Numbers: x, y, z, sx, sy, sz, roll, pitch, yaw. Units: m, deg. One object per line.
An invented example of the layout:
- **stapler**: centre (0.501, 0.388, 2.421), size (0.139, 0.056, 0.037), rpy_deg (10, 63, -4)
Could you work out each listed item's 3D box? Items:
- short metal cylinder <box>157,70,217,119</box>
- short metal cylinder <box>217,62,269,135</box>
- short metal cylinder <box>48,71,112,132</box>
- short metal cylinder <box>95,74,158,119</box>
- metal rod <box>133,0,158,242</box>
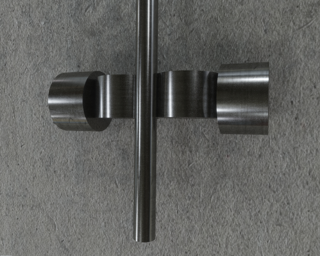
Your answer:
- **short metal cylinder**: centre (0.033, -0.037, 0.369), size (0.080, 0.080, 0.050), rpy_deg (1, 91, 20)
- **short metal cylinder**: centre (0.096, -0.032, 0.347), size (0.050, 0.080, 0.080), rpy_deg (1, 90, 20)
- **short metal cylinder**: centre (-0.103, -0.036, 0.417), size (0.050, 0.080, 0.080), rpy_deg (1, 90, 20)
- **short metal cylinder**: centre (-0.042, -0.037, 0.396), size (0.080, 0.080, 0.050), rpy_deg (1, 91, 20)
- **metal rod**: centre (-0.016, -0.024, 0.350), size (0.025, 0.025, 0.298), rpy_deg (1, 90, 20)
